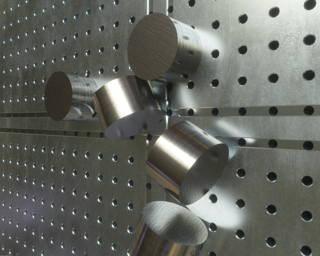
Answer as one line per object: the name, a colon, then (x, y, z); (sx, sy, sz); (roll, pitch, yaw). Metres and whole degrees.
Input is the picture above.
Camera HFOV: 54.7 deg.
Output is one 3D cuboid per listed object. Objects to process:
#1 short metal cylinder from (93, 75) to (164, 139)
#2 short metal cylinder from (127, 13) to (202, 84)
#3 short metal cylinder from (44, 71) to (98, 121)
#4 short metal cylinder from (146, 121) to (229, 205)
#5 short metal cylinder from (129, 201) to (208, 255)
short metal cylinder: (-0.042, -0.026, 0.408); (0.080, 0.081, 0.050); (-36, 68, 34)
short metal cylinder: (0.005, -0.097, 0.389); (0.080, 0.050, 0.079); (0, 90, 40)
short metal cylinder: (-0.148, -0.051, 0.515); (0.080, 0.050, 0.079); (0, 90, 40)
short metal cylinder: (0.032, 0.039, 0.347); (0.050, 0.081, 0.079); (36, 112, 34)
short metal cylinder: (0.010, 0.131, 0.366); (0.080, 0.081, 0.050); (31, 110, 35)
